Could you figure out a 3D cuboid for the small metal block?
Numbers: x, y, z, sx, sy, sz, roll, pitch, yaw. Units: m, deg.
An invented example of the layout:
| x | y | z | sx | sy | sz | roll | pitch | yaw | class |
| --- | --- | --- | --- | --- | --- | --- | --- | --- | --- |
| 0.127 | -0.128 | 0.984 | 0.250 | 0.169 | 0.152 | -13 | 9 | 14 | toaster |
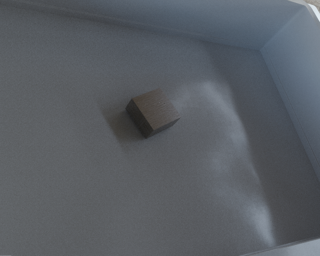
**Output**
| x | y | z | sx | sy | sz | roll | pitch | yaw | class |
| --- | --- | --- | --- | --- | --- | --- | --- | --- | --- |
| -0.009 | -0.020 | 0.410 | 0.050 | 0.025 | 0.050 | -26 | 76 | -37 | small metal block |
